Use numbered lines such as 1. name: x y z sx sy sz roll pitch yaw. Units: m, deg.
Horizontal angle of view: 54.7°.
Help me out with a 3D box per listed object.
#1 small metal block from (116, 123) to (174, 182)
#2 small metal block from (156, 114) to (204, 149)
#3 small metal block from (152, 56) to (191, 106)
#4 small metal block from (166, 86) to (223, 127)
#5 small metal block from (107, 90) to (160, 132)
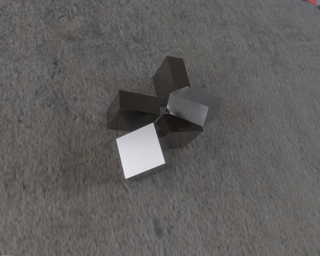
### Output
1. small metal block: -0.018 0.029 0.359 0.025 0.050 0.050 34 35 -61
2. small metal block: 0.019 0.005 0.396 0.050 0.050 0.025 -2 63 -30
3. small metal block: 0.015 -0.064 0.437 0.025 0.050 0.050 3 60 -27
4. small metal block: 0.043 -0.028 0.384 0.050 0.025 0.050 23 26 22
5. small metal block: -0.034 -0.018 0.382 0.050 0.050 0.025 9 58 -24
